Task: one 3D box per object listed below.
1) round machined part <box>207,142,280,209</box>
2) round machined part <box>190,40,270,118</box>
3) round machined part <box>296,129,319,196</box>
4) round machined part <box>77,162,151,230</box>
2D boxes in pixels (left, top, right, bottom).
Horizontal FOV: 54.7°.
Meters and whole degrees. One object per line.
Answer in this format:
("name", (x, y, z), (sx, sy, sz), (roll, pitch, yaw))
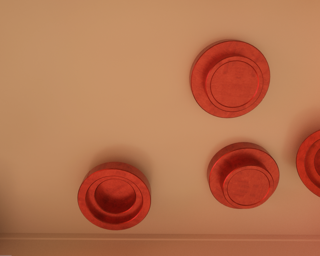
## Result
("round machined part", (0.117, 0.073, 0.431), (0.099, 0.042, 0.097), (0, 110, -1))
("round machined part", (0.087, -0.058, 0.382), (0.099, 0.042, 0.097), (0, 110, -1))
("round machined part", (0.235, 0.045, 0.405), (0.098, 0.042, 0.097), (5, 98, 35))
("round machined part", (-0.061, 0.090, 0.435), (0.099, 0.042, 0.097), (0, 110, -1))
